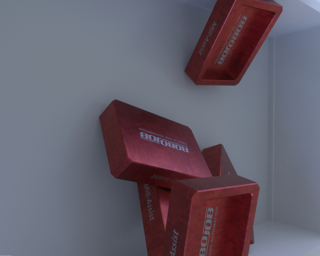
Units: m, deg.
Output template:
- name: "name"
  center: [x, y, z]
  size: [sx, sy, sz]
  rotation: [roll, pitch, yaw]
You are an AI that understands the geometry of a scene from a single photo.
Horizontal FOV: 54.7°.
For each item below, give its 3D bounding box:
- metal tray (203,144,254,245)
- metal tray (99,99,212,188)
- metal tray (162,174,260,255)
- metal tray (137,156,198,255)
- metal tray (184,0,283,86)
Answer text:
- name: "metal tray"
  center: [0.102, 0.100, 0.463]
  size: [0.130, 0.030, 0.090]
  rotation: [60, 24, -23]
- name: "metal tray"
  center: [-0.003, 0.024, 0.369]
  size: [0.131, 0.030, 0.090]
  rotation: [19, 37, -39]
- name: "metal tray"
  center: [0.048, 0.114, 0.302]
  size: [0.091, 0.030, 0.129]
  rotation: [2, 99, -36]
- name: "metal tray"
  center: [0.019, 0.100, 0.372]
  size: [0.090, 0.030, 0.130]
  rotation: [31, 31, -36]
- name: "metal tray"
  center: [0.100, -0.120, 0.432]
  size: [0.091, 0.030, 0.129]
  rotation: [-4, 135, -34]
